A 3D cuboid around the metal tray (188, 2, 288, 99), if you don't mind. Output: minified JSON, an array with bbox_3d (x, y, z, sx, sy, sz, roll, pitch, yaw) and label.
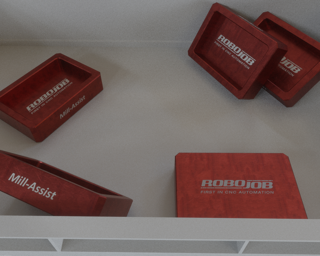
[{"bbox_3d":[0.108,-0.114,0.456,0.030,0.089,0.130,-3,42,-44],"label":"metal tray"}]

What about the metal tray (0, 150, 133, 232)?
[{"bbox_3d":[-0.101,0.061,0.308,0.130,0.090,0.030,19,80,15],"label":"metal tray"}]

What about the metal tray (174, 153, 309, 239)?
[{"bbox_3d":[0.082,0.072,0.342,0.131,0.030,0.090,0,50,0],"label":"metal tray"}]

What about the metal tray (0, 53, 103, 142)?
[{"bbox_3d":[-0.157,-0.049,0.441,0.090,0.030,0.131,28,55,21],"label":"metal tray"}]

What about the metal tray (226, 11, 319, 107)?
[{"bbox_3d":[0.174,-0.104,0.459,0.090,0.030,0.130,-46,57,9],"label":"metal tray"}]
